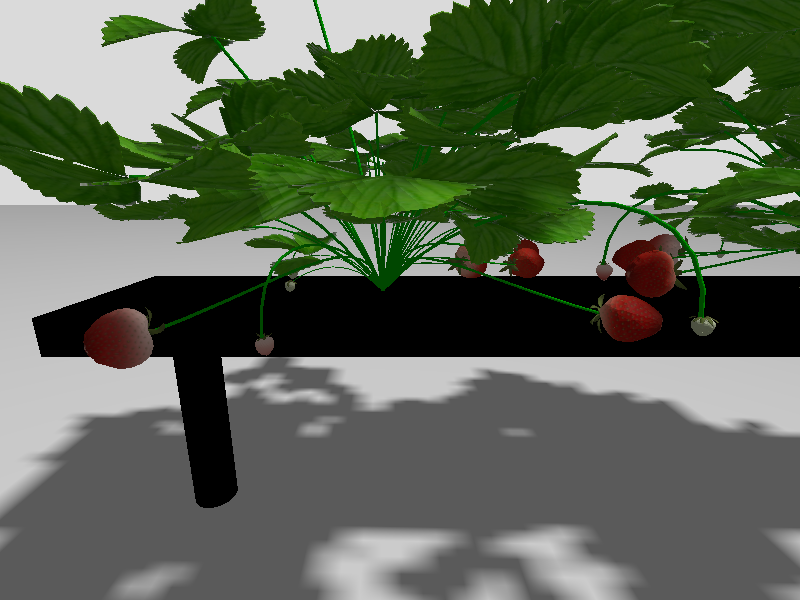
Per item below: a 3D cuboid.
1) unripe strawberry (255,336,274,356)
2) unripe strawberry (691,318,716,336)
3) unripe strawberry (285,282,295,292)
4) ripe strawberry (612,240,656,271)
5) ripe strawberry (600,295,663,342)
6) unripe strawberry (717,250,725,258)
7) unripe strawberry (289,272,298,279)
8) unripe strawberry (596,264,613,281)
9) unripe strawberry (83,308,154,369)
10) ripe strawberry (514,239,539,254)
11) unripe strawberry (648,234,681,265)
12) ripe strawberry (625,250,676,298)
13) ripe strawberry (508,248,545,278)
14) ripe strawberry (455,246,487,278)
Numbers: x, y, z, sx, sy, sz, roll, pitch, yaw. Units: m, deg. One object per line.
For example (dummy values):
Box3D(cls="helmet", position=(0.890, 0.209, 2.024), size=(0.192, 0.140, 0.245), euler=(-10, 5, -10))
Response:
Box3D(cls="unripe strawberry", position=(-0.073, 0.025, 0.215), size=(0.009, 0.010, 0.011), euler=(6, 16, 20))
Box3D(cls="unripe strawberry", position=(0.151, 0.013, 0.200), size=(0.010, 0.010, 0.009), euler=(14, 21, 42))
Box3D(cls="unripe strawberry", position=(-0.101, -0.012, 0.367), size=(0.010, 0.010, 0.009), euler=(1, 15, 5))
Box3D(cls="ripe strawberry", position=(0.251, -0.046, 0.431), size=(0.040, 0.039, 0.037), euler=(6, 16, 22))
Box3D(cls="ripe strawberry", position=(0.134, 0.011, 0.233), size=(0.031, 0.027, 0.031), euler=(13, 20, 39))
Box3D(cls="unripe strawberry", position=(0.414, -0.059, 0.516), size=(0.009, 0.010, 0.010), euler=(-2, 15, -7))
Box3D(cls="unripe strawberry", position=(-0.109, -0.027, 0.409), size=(0.010, 0.011, 0.011), euler=(8, 17, 28))
Box3D(cls="unripe strawberry", position=(0.189, -0.026, 0.372), size=(0.015, 0.015, 0.014), euler=(1, 15, 3))
Box3D(cls="unripe strawberry", position=(-0.140, 0.020, 0.198), size=(0.026, 0.030, 0.028), euler=(11, 19, 36))
Box3D(cls="ripe strawberry", position=(0.155, -0.057, 0.486), size=(0.033, 0.032, 0.030), euler=(-11, 19, -37))
Box3D(cls="unripe strawberry", position=(0.301, -0.057, 0.464), size=(0.039, 0.039, 0.043), euler=(12, 19, 38))
Box3D(cls="ripe strawberry", position=(0.208, -0.022, 0.335), size=(0.037, 0.039, 0.034), euler=(-2, 15, -5))
Box3D(cls="ripe strawberry", position=(0.129, -0.038, 0.406), size=(0.036, 0.031, 0.036), euler=(-5, 16, -19))
Box3D(cls="ripe strawberry", position=(0.077, -0.042, 0.421), size=(0.037, 0.037, 0.035), euler=(-10, 18, -35))
